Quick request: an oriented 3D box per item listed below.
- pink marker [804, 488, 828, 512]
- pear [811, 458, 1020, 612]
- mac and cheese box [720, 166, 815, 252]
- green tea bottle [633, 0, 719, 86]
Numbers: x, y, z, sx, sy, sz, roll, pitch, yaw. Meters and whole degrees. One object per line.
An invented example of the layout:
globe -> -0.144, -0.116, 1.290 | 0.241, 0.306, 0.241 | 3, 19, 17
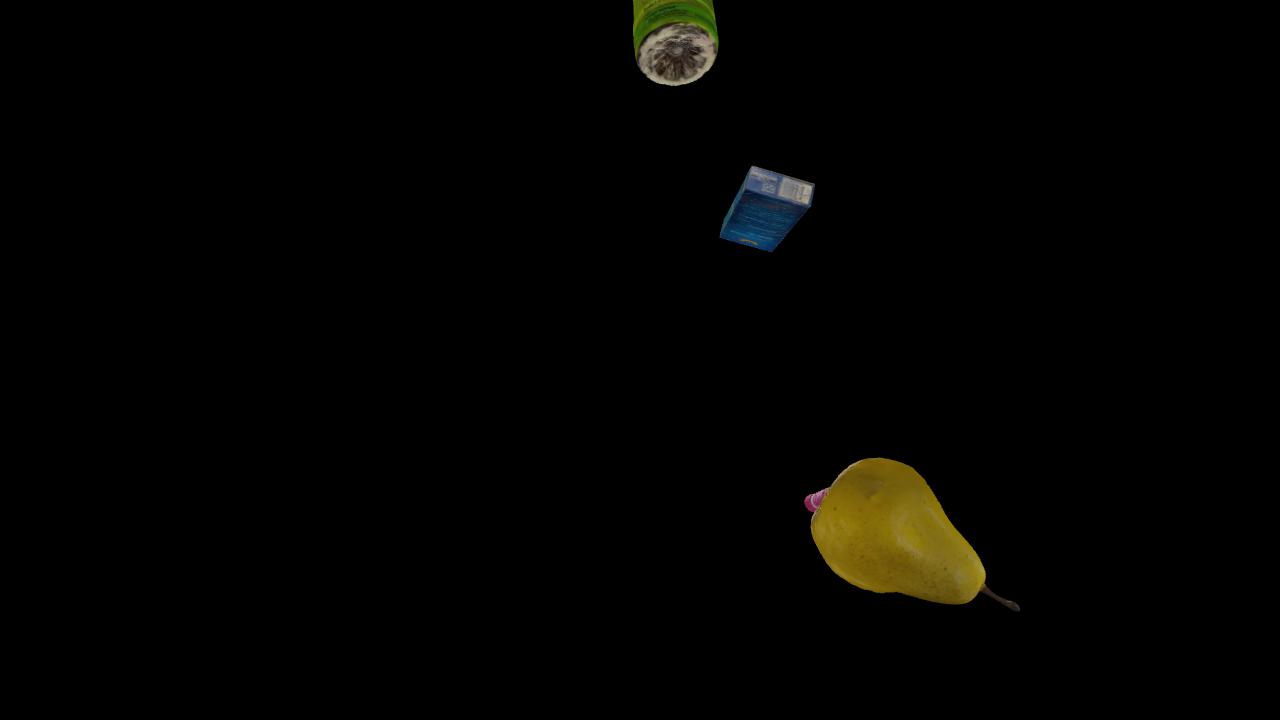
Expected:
pink marker -> 0.182, 0.136, 0.602 | 0.020, 0.020, 0.121 | 0, -17, 2
pear -> 0.160, 0.110, 0.360 | 0.111, 0.080, 0.080 | 38, 19, 26
mac and cheese box -> 0.180, -0.215, 0.902 | 0.093, 0.041, 0.184 | 14, -9, -2
green tea bottle -> 0.024, -0.343, 0.527 | 0.073, 0.212, 0.073 | -2, -16, -1
